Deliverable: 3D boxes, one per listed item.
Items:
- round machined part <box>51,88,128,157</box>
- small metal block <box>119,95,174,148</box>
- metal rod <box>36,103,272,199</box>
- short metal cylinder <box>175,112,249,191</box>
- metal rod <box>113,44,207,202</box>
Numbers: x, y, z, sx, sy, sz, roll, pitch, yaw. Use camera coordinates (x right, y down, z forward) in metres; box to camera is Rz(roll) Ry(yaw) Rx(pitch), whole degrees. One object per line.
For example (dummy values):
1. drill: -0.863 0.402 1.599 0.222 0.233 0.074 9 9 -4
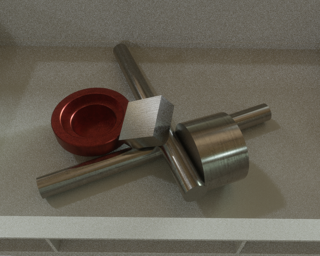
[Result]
1. round machined part: -0.083 -0.003 0.394 0.099 0.042 0.098 0 50 0
2. small metal block: -0.015 -0.006 0.355 0.050 0.025 0.050 -8 60 37
3. metal rod: 0.005 0.023 0.384 0.302 0.025 0.025 -18 53 -15
4. short metal cylinder: 0.055 0.027 0.346 0.050 0.080 0.080 -15 52 -13
5. metal rod: -0.015 -0.032 0.406 0.025 0.025 0.300 -15 45 -13
